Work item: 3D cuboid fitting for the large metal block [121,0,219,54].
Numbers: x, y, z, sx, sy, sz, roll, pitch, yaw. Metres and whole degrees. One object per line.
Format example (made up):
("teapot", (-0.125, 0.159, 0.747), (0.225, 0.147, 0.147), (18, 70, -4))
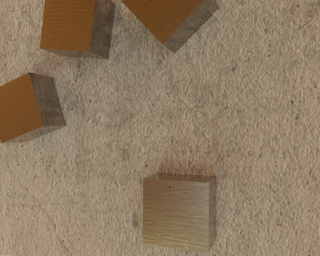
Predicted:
("large metal block", (0.014, -0.156, 0.391), (0.080, 0.050, 0.080), (-44, 77, 14))

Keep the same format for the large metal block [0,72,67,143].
("large metal block", (-0.199, -0.028, 0.466), (0.080, 0.050, 0.080), (-20, 84, 19))

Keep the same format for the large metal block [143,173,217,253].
("large metal block", (0.026, 0.101, 0.386), (0.080, 0.050, 0.080), (0, 90, 20))

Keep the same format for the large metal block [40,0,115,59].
("large metal block", (-0.115, -0.144, 0.436), (0.080, 0.050, 0.079), (8, 93, 19))
